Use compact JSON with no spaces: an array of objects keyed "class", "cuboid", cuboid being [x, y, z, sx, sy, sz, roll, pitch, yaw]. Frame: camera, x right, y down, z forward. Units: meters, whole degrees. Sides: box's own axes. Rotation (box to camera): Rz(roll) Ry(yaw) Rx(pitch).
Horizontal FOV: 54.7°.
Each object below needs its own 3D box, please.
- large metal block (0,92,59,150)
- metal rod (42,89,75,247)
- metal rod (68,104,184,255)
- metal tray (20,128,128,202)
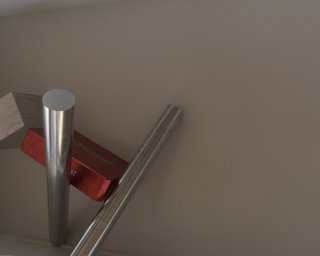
[{"class":"large metal block","cuboid":[-0.205,-0.008,0.452,0.080,0.080,0.050,-27,81,18]},{"class":"metal rod","cuboid":[-0.117,0.072,0.357,0.025,0.025,0.298,38,140,15]},{"class":"metal rod","cuboid":[-0.057,0.096,0.355,0.025,0.025,0.300,27,69,18]},{"class":"metal tray","cuboid":[-0.103,0.042,0.410,0.130,0.090,0.030,29,100,17]}]
